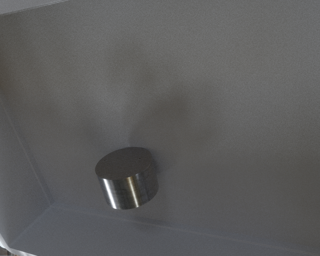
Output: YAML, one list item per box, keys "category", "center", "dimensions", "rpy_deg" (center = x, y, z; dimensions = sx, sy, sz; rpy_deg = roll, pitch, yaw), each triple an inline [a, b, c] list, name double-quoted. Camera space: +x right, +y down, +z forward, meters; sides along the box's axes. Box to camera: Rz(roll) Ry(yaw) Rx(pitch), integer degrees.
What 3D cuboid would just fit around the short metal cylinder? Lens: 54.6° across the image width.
- category: "short metal cylinder"
  center: [-0.046, 0.069, 0.441]
  dimensions: [0.080, 0.080, 0.050]
  rpy_deg: [2, 120, 27]
